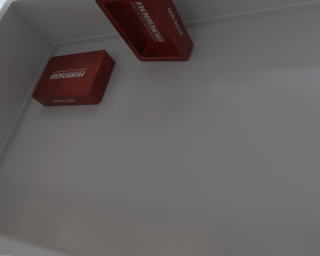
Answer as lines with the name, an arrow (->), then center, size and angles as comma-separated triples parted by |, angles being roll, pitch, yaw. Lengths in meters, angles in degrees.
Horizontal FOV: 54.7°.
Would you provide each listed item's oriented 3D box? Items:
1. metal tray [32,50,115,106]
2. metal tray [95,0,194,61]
metal tray -> -0.149, -0.084, 0.533 | 0.130, 0.030, 0.090 | 0, 62, 28
metal tray -> -0.017, -0.147, 0.438 | 0.090, 0.130, 0.030 | 7, 66, 31
